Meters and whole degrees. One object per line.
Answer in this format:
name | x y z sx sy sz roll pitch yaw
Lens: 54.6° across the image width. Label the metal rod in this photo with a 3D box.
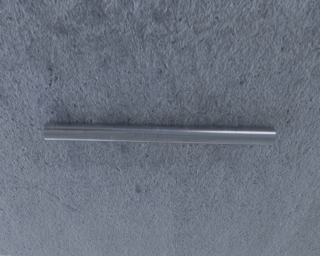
metal rod | 0.001 0.008 0.415 0.302 0.025 0.025 1 130 -2
